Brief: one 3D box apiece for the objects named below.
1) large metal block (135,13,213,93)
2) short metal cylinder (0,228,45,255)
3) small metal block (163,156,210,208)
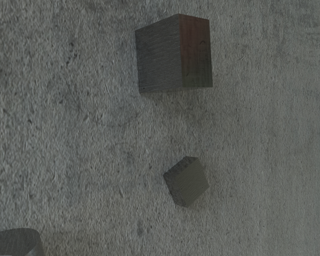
[{"bbox_3d":[0.016,-0.086,0.382,0.050,0.080,0.079,-6,94,-40],"label":"large metal block"},{"bbox_3d":[-0.135,0.126,0.256,0.081,0.080,0.050,-17,101,-39],"label":"short metal cylinder"},{"bbox_3d":[0.038,0.075,0.437,0.050,0.025,0.050,-35,112,-35],"label":"small metal block"}]
